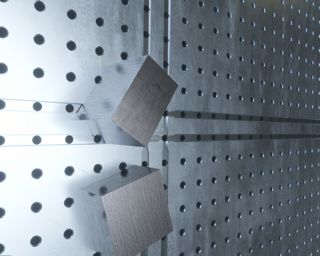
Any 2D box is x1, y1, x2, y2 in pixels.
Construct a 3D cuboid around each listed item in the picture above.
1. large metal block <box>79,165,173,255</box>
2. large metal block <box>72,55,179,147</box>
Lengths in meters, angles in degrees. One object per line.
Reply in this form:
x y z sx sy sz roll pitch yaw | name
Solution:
-0.038 0.097 0.363 0.081 0.050 0.079 -20 103 -39 | large metal block
-0.039 -0.028 0.342 0.050 0.080 0.080 41 65 -33 | large metal block
